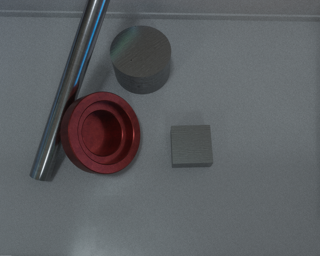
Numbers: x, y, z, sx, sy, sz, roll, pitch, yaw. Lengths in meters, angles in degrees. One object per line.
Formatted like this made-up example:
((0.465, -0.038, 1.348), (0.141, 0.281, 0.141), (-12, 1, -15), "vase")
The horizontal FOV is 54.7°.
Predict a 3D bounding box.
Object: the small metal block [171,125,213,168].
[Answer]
((0.040, 0.024, 0.401), (0.050, 0.025, 0.050), (-1, 70, -1), "small metal block")

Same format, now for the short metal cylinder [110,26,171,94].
((-0.025, -0.094, 0.430), (0.081, 0.050, 0.080), (0, 70, 0), "short metal cylinder")

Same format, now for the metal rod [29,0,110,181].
((-0.100, -0.078, 0.374), (0.025, 0.025, 0.298), (21, 95, 7), "metal rod")

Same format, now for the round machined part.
((-0.075, 0.007, 0.379), (0.099, 0.042, 0.097), (7, 80, -41), "round machined part")
